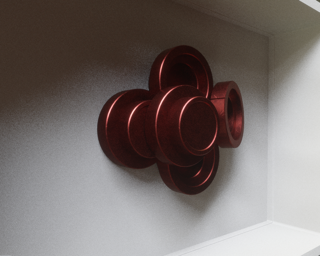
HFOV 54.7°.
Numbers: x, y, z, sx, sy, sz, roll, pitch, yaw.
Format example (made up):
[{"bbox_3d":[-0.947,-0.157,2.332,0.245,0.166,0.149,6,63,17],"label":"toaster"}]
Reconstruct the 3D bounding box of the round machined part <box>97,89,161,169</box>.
[{"bbox_3d":[-0.022,0.001,0.374,0.099,0.042,0.097,0,90,-40],"label":"round machined part"}]

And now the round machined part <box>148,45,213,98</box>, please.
[{"bbox_3d":[0.024,-0.058,0.415,0.099,0.042,0.097,0,90,-40],"label":"round machined part"}]

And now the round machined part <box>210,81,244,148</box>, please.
[{"bbox_3d":[0.091,-0.019,0.458,0.098,0.042,0.097,9,80,-60],"label":"round machined part"}]

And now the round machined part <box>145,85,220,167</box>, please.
[{"bbox_3d":[0.034,-0.003,0.367,0.099,0.042,0.097,0,90,-40],"label":"round machined part"}]

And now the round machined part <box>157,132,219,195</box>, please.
[{"bbox_3d":[0.034,0.039,0.424,0.099,0.042,0.097,0,90,-40],"label":"round machined part"}]
